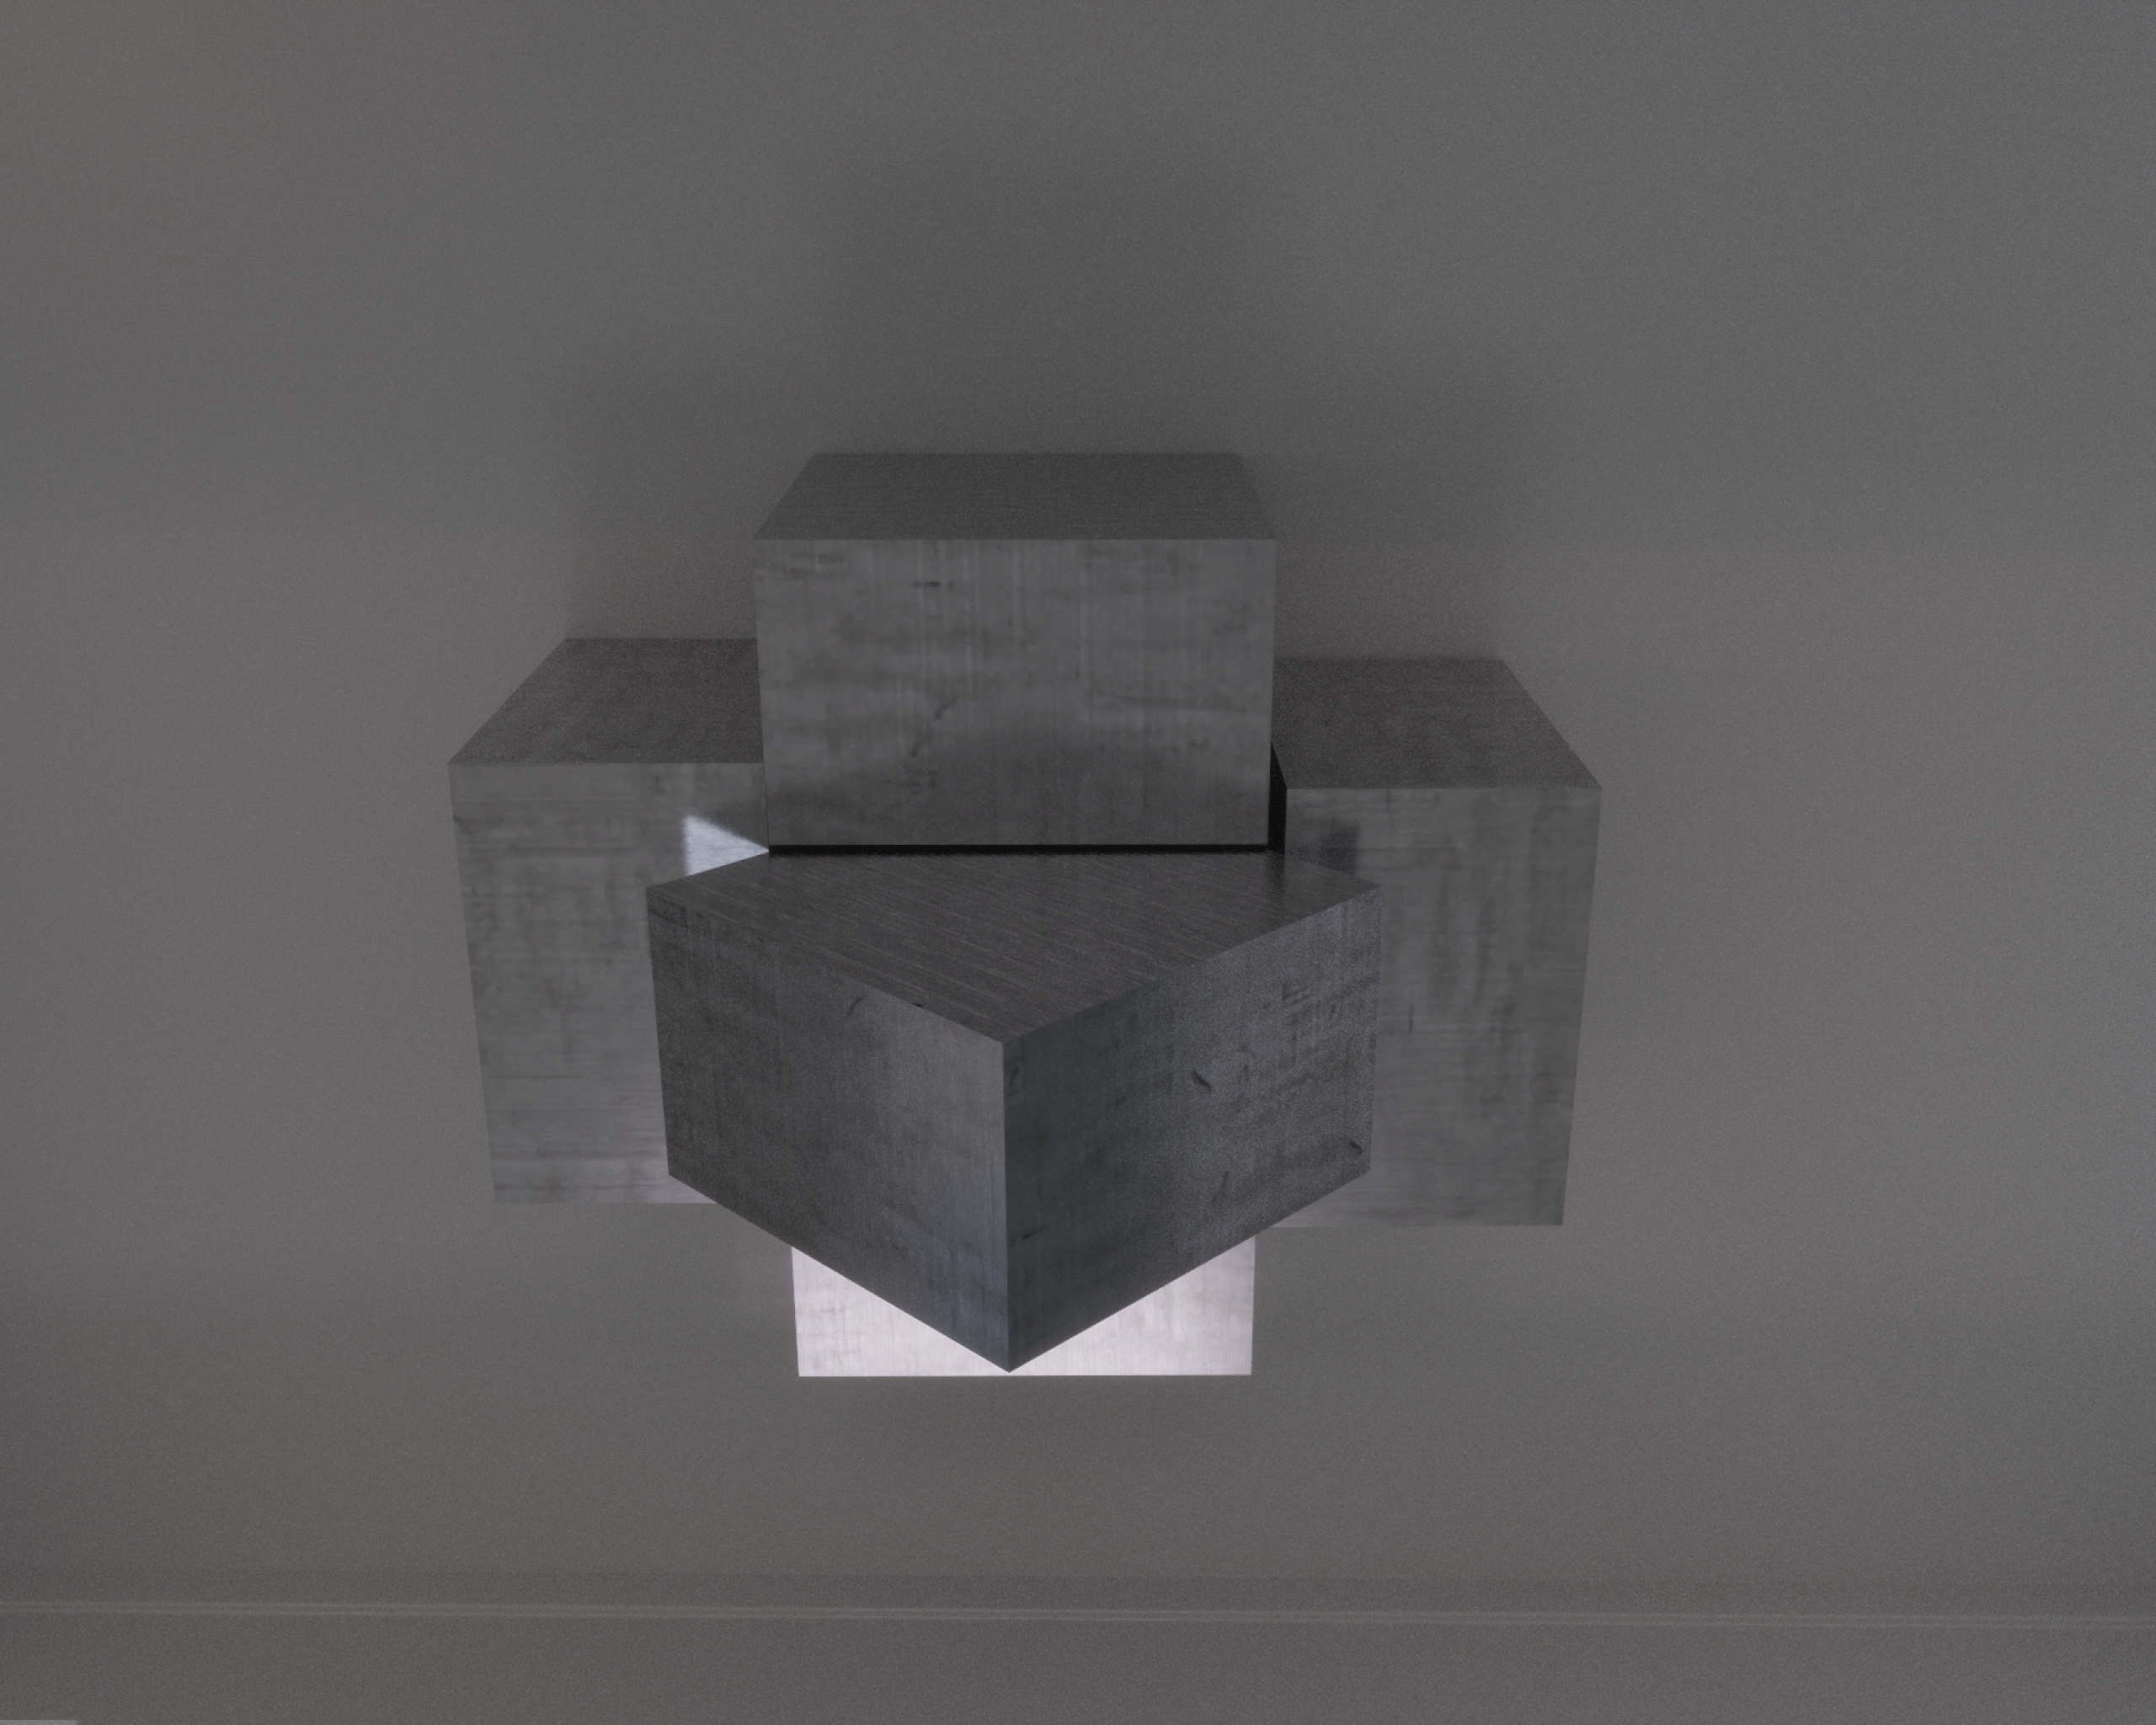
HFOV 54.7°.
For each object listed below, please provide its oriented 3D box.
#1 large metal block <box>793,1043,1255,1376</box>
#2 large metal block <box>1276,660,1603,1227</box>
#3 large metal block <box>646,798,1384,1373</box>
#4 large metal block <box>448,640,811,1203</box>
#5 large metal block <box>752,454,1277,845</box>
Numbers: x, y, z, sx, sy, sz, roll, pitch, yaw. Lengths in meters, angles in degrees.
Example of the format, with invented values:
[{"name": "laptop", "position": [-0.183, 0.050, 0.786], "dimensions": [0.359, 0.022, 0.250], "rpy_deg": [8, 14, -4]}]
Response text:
[{"name": "large metal block", "position": [-0.009, 0.054, 0.401], "dimensions": [0.081, 0.080, 0.050], "rpy_deg": [0, 110, 0]}, {"name": "large metal block", "position": [0.058, 0.012, 0.383], "dimensions": [0.050, 0.080, 0.079], "rpy_deg": [0, 110, -1]}, {"name": "large metal block", "position": [-0.010, 0.027, 0.330], "dimensions": [0.081, 0.080, 0.050], "rpy_deg": [-19, 117, -42]}, {"name": "large metal block", "position": [-0.075, 0.008, 0.383], "dimensions": [0.050, 0.080, 0.079], "rpy_deg": [0, 110, 0]}, {"name": "large metal block", "position": [-0.010, -0.040, 0.366], "dimensions": [0.081, 0.080, 0.050], "rpy_deg": [0, 110, 0]}]
